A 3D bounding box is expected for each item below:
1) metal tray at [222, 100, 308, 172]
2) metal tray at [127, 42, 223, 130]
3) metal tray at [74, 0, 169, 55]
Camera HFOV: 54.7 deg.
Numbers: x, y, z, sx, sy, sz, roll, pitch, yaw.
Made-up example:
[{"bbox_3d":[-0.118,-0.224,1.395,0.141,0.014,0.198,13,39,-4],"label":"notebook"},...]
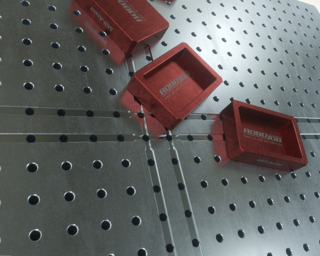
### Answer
[{"bbox_3d":[0.164,0.013,0.487,0.131,0.030,0.090,13,56,-22],"label":"metal tray"},{"bbox_3d":[0.026,-0.067,0.461,0.090,0.030,0.131,46,51,3],"label":"metal tray"},{"bbox_3d":[-0.060,-0.184,0.486,0.130,0.030,0.091,46,51,4],"label":"metal tray"}]
